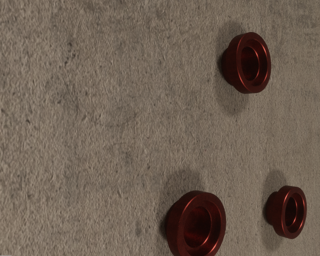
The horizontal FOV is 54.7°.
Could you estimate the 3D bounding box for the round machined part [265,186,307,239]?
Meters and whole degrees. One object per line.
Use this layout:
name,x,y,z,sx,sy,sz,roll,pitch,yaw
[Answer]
round machined part,0.242,0.160,0.601,0.099,0.042,0.097,0,90,-40

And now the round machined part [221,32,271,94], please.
round machined part,0.139,-0.105,0.513,0.099,0.042,0.097,0,90,-40

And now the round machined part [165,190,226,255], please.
round machined part,0.045,0.136,0.435,0.099,0.042,0.097,0,90,-40
